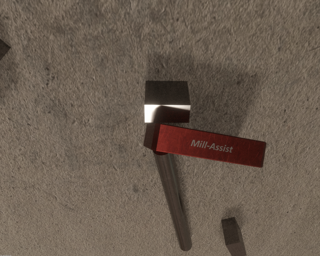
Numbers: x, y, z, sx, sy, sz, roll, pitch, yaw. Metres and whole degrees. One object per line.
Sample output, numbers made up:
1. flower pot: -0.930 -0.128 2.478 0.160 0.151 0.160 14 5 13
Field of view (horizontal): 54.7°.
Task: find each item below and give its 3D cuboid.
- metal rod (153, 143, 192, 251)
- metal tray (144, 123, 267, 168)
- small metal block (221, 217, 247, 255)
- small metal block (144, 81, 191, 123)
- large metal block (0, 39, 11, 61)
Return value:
1. metal rod: 0.027 0.126 0.495 0.025 0.025 0.299 -7 136 6
2. metal tray: 0.050 0.020 0.384 0.131 0.090 0.030 10 88 -9
3. small metal block: 0.134 0.199 0.563 0.025 0.050 0.050 -18 128 14
4. small metal block: 0.008 -0.032 0.364 0.050 0.050 0.025 1 130 -1
5. large metal block: -0.222 -0.078 0.321 0.080 0.050 0.080 -31 124 23
